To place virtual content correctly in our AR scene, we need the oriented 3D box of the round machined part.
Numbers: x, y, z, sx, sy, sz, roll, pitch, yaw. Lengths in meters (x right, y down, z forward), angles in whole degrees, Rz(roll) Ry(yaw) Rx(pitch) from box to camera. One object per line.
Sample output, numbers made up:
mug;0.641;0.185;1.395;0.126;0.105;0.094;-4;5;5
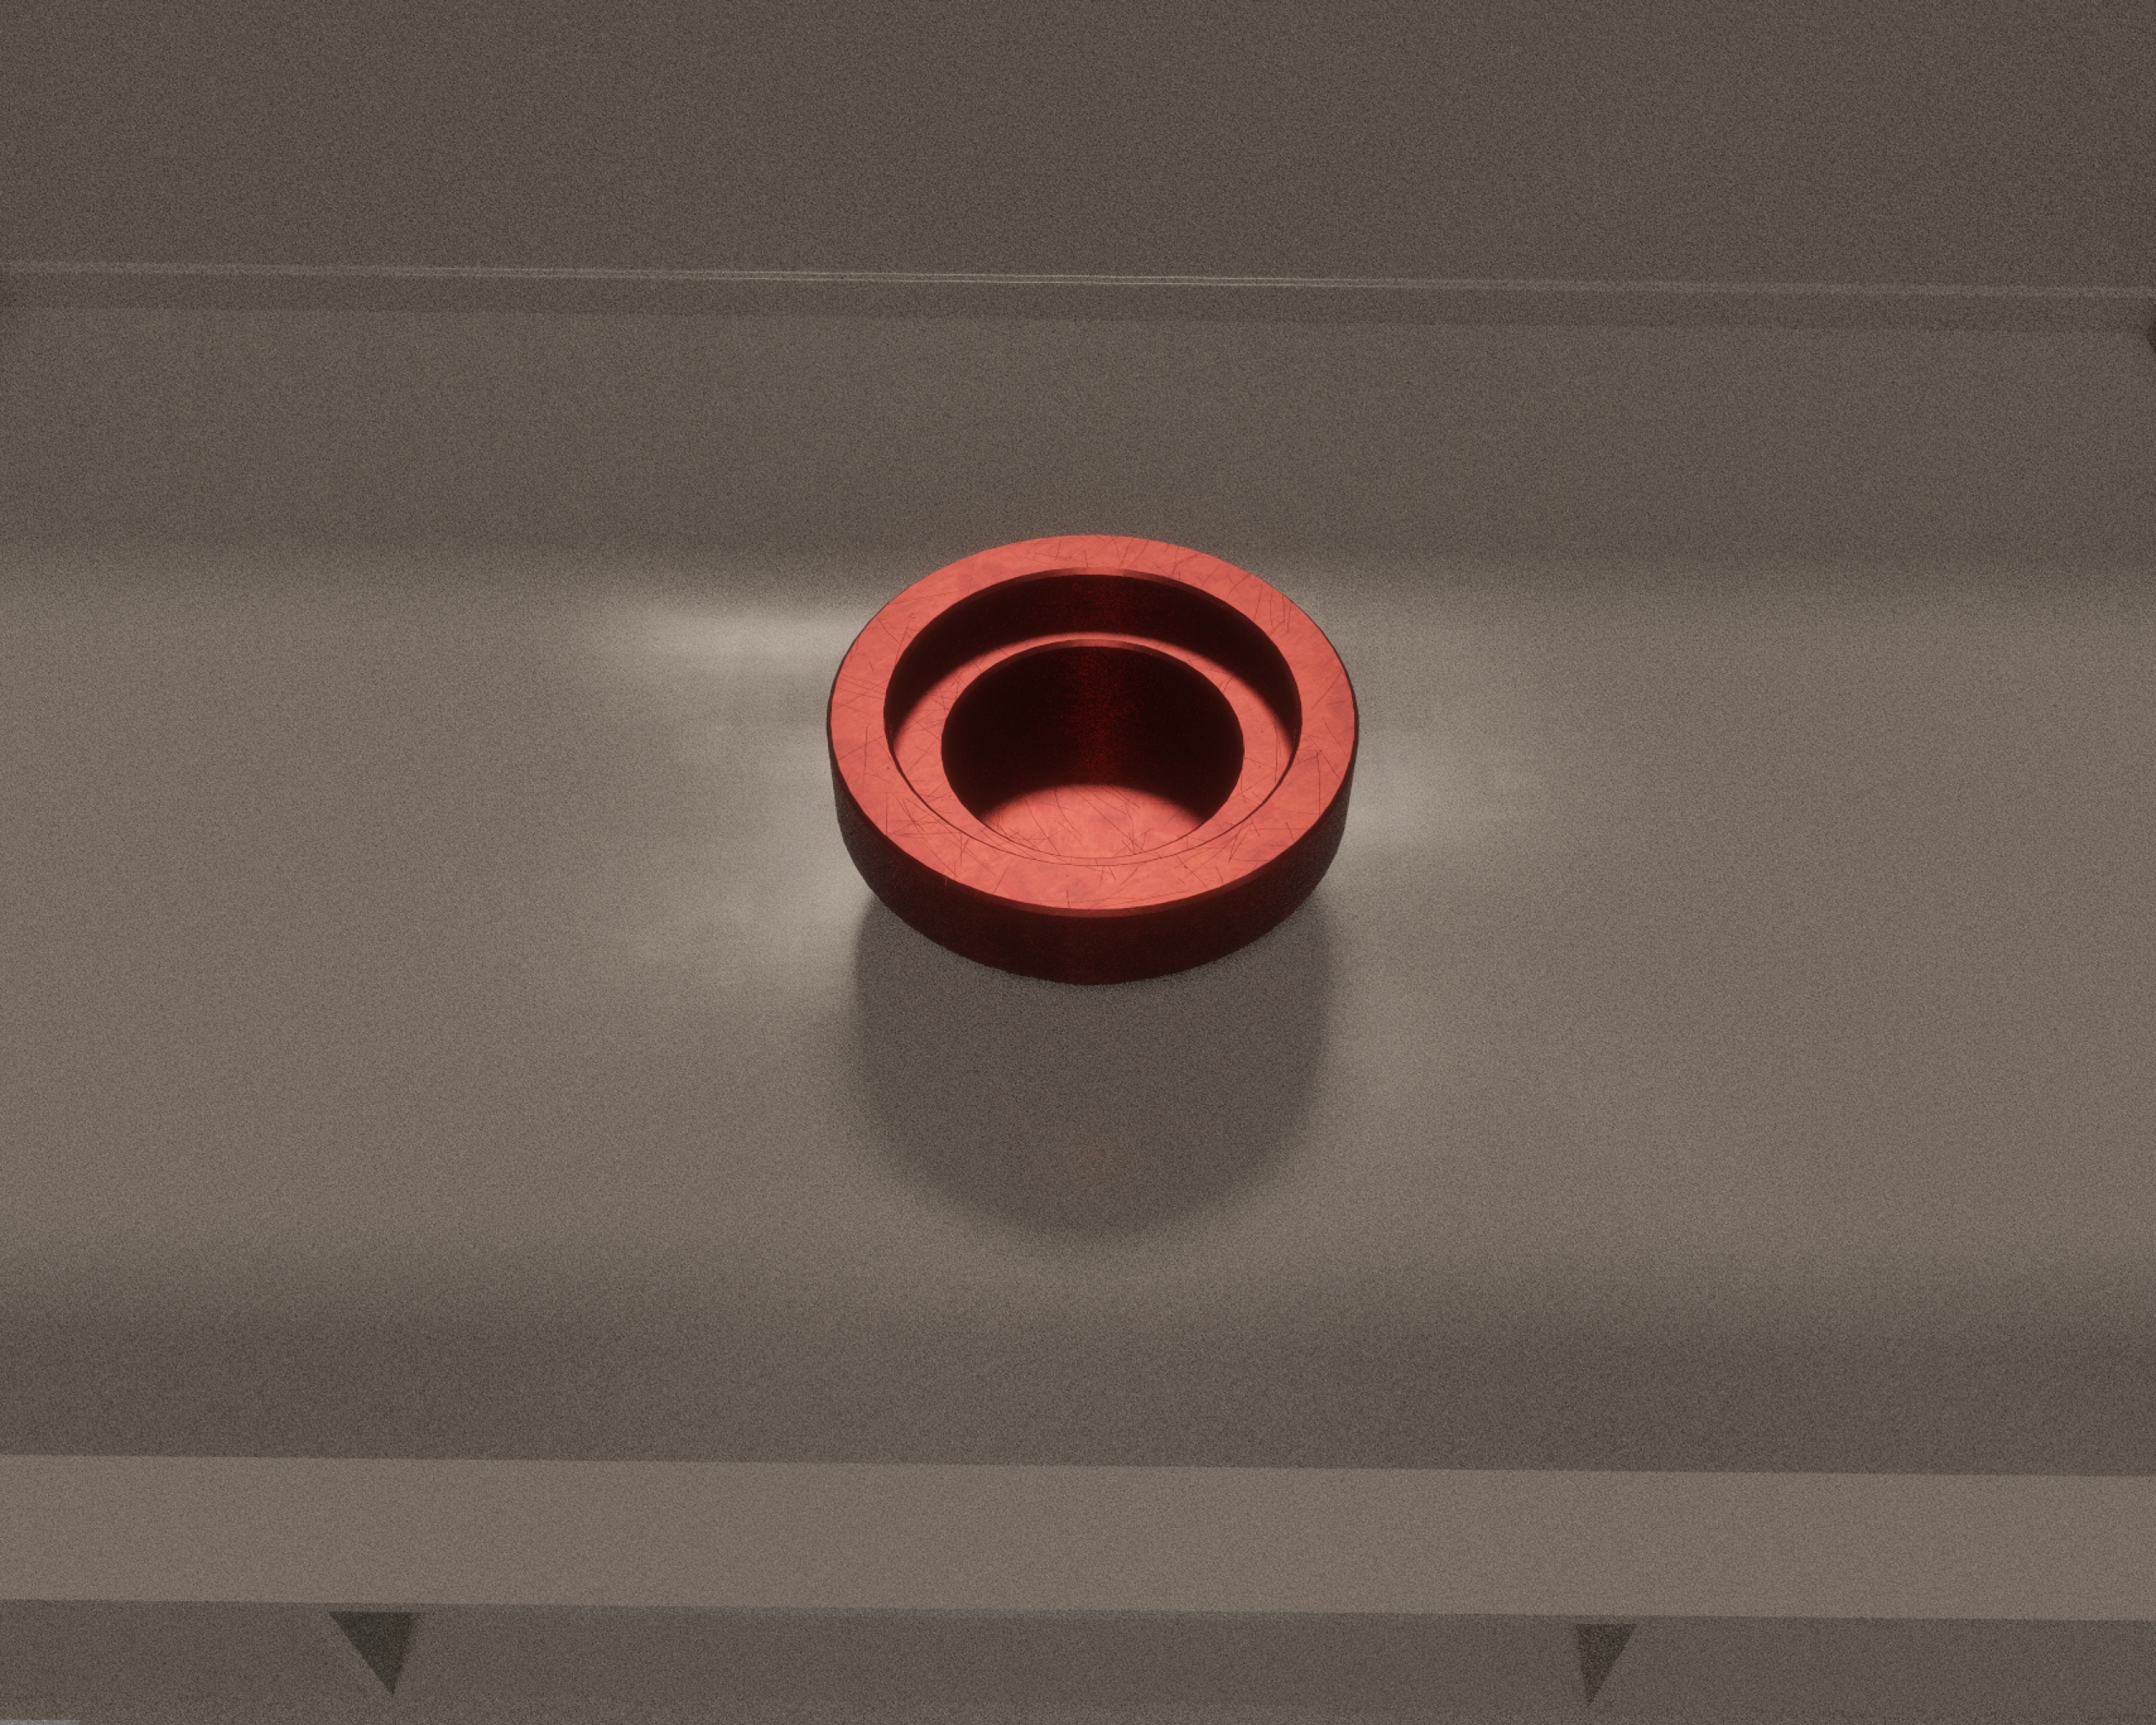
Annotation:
round machined part;0.003;-0.015;0.402;0.099;0.042;0.098;0;50;0
